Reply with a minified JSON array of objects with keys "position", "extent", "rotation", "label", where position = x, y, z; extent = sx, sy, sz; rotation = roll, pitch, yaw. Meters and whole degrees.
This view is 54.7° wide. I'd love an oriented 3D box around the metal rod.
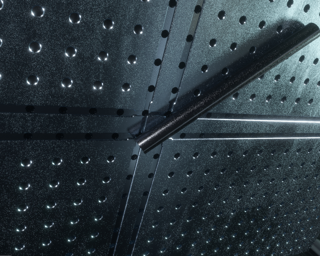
[{"position":[0.098,-0.058,0.430],"extent":[0.301,0.025,0.025],"rotation":[-34,129,-7],"label":"metal rod"}]
